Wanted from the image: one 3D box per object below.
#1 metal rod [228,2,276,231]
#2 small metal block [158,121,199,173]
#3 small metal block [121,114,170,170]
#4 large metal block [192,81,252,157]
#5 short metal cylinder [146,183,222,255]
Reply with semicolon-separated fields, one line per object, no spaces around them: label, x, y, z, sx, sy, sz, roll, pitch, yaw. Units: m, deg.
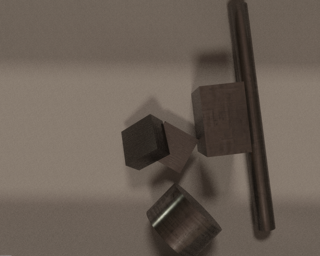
metal rod;0.122;-0.015;0.413;0.025;0.025;0.298;-7;90;0
small metal block;0.016;0.025;0.412;0.050;0.025;0.050;29;90;0
small metal block;-0.019;0.018;0.390;0.050;0.025;0.050;-30;53;26
large metal block;0.073;-0.010;0.385;0.050;0.080;0.079;-7;90;-1
short metal cylinder;0.030;0.115;0.384;0.080;0.080;0.050;44;90;-1
